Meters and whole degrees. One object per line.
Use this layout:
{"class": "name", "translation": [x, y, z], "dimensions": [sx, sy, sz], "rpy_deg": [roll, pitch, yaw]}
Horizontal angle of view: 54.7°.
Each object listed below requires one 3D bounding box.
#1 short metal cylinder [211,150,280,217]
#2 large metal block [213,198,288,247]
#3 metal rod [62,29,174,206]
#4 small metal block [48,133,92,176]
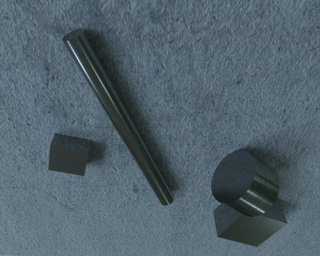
{"class": "short metal cylinder", "translation": [0.120, 0.078, 0.440], "dimensions": [0.050, 0.080, 0.080], "rpy_deg": [31, 123, -24]}
{"class": "large metal block", "translation": [0.149, 0.150, 0.521], "dimensions": [0.081, 0.050, 0.079], "rpy_deg": [20, 127, -17]}
{"class": "metal rod", "translation": [-0.040, 0.009, 0.414], "dimensions": [0.025, 0.025, 0.299], "rpy_deg": [-16, 129, 12]}
{"class": "small metal block", "translation": [-0.128, 0.038, 0.438], "dimensions": [0.050, 0.025, 0.050], "rpy_deg": [12, 129, -11]}
